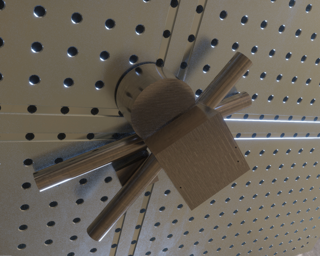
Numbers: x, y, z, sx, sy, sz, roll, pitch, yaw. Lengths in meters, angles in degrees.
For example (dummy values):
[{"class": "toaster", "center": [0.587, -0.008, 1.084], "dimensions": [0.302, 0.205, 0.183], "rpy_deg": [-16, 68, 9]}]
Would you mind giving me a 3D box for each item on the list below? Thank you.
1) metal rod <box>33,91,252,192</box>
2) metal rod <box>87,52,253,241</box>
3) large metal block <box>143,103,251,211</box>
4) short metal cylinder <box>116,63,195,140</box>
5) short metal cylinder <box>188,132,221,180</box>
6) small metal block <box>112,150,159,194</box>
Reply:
[{"class": "metal rod", "center": [-0.010, 0.011, 0.408], "dimensions": [0.302, 0.025, 0.025], "rpy_deg": [-21, 127, -16]}, {"class": "metal rod", "center": [0.008, 0.028, 0.397], "dimensions": [0.299, 0.025, 0.025], "rpy_deg": [-50, 129, 7]}, {"class": "large metal block", "center": [0.041, 0.030, 0.350], "dimensions": [0.080, 0.050, 0.080], "rpy_deg": [-34, 112, -5]}, {"class": "short metal cylinder", "center": [-0.006, -0.030, 0.369], "dimensions": [0.081, 0.050, 0.079], "rpy_deg": [-14, 124, -21]}, {"class": "short metal cylinder", "center": [0.056, 0.047, 0.431], "dimensions": [0.050, 0.080, 0.080], "rpy_deg": [-37, 129, -3]}, {"class": "small metal block", "center": [-0.034, 0.059, 0.425], "dimensions": [0.050, 0.025, 0.050], "rpy_deg": [-25, 128, -13]}]
